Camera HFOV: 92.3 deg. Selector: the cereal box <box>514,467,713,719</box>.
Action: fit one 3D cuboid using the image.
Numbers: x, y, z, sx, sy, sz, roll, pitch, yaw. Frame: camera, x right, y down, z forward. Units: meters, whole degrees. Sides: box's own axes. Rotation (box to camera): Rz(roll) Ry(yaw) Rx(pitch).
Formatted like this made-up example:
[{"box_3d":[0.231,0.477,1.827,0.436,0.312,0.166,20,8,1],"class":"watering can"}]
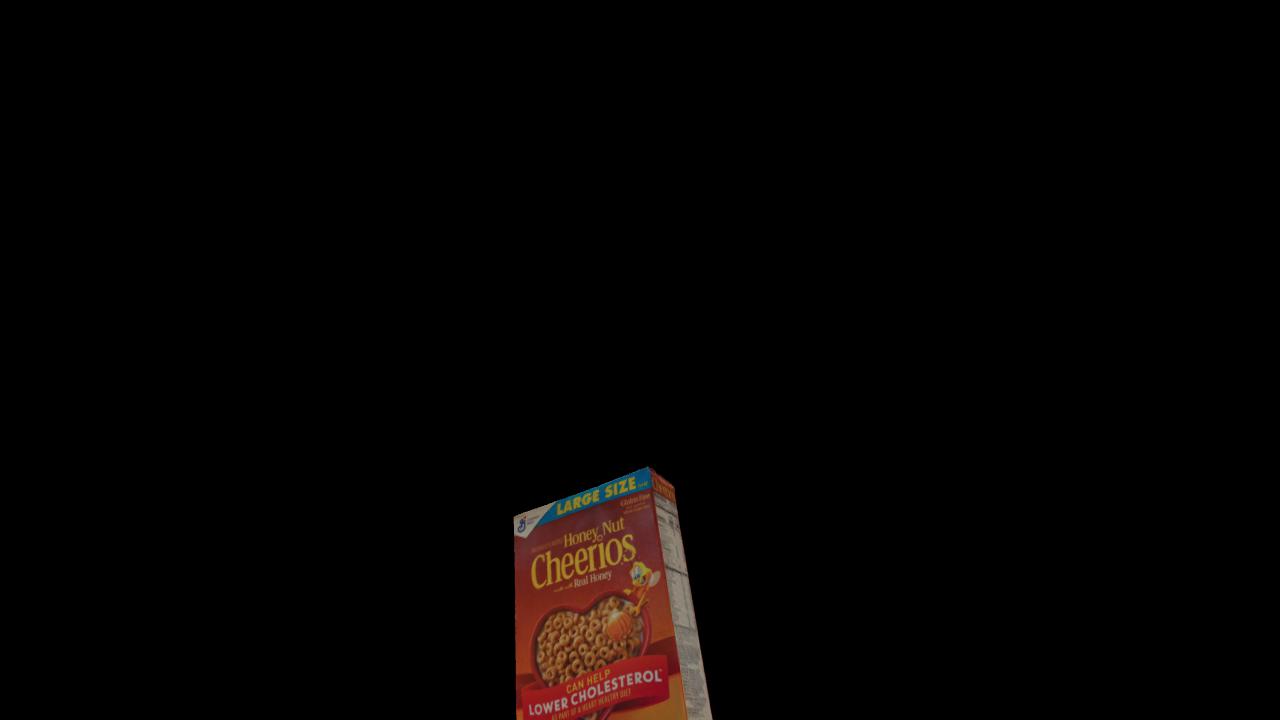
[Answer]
[{"box_3d":[-0.042,0.296,0.688,0.203,0.306,0.081,-23,-36,20],"class":"cereal box"}]
